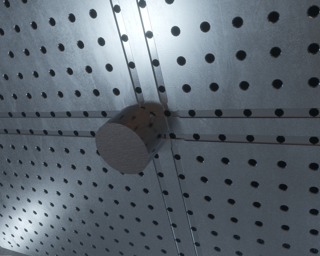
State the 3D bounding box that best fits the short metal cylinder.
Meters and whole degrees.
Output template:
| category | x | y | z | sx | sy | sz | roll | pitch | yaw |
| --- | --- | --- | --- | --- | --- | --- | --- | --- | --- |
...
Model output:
| category | x | y | z | sx | sy | sz | roll | pitch | yaw |
| --- | --- | --- | --- | --- | --- | --- | --- | --- | --- |
| short metal cylinder | -0.041 | 0.017 | 0.428 | 0.080 | 0.050 | 0.080 | 13 | 124 | 21 |
